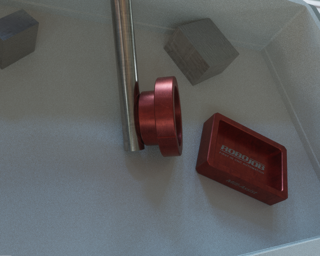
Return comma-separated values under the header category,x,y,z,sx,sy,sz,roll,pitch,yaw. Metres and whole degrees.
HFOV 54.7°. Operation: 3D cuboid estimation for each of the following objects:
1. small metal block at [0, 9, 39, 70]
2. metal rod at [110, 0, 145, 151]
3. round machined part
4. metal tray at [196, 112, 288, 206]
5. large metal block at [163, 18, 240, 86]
category,x,y,z,sx,sy,sz,roll,pitch,yaw
small metal block,-0.172,-0.103,0.360,0.025,0.050,0.050,41,51,-1
metal rod,-0.044,-0.122,0.368,0.025,0.025,0.298,-7,94,-32
round machined part,0.001,-0.013,0.381,0.042,0.098,0.098,-4,58,9
metal tray,0.120,0.044,0.442,0.131,0.030,0.090,25,53,-13
large metal block,0.068,-0.125,0.504,0.081,0.050,0.080,-28,78,-38
